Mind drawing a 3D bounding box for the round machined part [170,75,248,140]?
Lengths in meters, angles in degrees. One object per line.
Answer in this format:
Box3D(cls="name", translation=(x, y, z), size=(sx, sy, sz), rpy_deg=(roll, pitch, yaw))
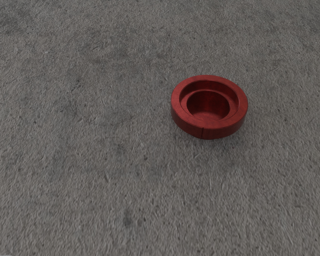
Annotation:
Box3D(cls="round machined part", translation=(0.063, -0.023, 0.412), size=(0.099, 0.042, 0.098), rpy_deg=(0, 50, 0))
